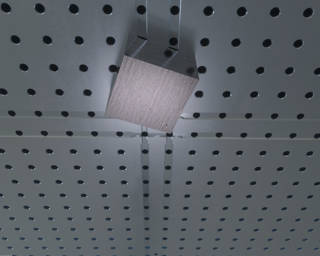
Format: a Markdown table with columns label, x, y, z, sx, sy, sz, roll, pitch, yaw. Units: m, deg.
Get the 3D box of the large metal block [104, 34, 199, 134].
| label | x | y | z | sx | sy | sz | roll | pitch | yaw |
| --- | --- | --- | --- | --- | --- | --- | --- | --- | --- |
| large metal block | -0.011 | -0.048 | 0.354 | 0.080 | 0.050 | 0.080 | 16 | 128 | -13 |
